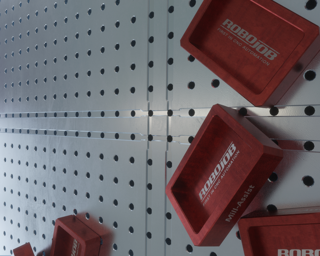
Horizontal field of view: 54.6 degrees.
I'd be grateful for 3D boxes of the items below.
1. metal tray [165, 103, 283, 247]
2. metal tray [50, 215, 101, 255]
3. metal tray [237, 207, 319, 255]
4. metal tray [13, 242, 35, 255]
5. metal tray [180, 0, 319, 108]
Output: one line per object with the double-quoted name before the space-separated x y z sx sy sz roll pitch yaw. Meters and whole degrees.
"metal tray" 0.061 0.051 0.336 0.129 0.030 0.090 -63 34 21
"metal tray" -0.151 0.229 0.532 0.090 0.030 0.129 20 103 38
"metal tray" 0.145 0.121 0.286 0.130 0.030 0.090 -18 79 38
"metal tray" -0.231 0.289 0.575 0.130 0.030 0.089 55 148 26
"metal tray" 0.091 -0.093 0.331 0.130 0.030 0.090 47 118 29
